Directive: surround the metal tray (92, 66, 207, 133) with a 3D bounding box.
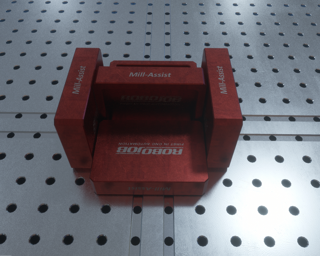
[{"bbox_3d":[-0.012,-0.033,0.391,0.131,0.089,0.030,1,50,0],"label":"metal tray"}]

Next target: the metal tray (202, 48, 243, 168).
[{"bbox_3d":[0.070,-0.027,0.388,0.030,0.089,0.130,1,50,0],"label":"metal tray"}]

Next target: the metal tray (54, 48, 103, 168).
[{"bbox_3d":[-0.092,-0.027,0.386,0.030,0.089,0.130,1,50,0],"label":"metal tray"}]

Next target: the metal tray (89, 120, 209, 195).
[{"bbox_3d":[-0.012,0.033,0.374,0.131,0.030,0.090,1,50,0],"label":"metal tray"}]

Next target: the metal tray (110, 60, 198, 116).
[{"bbox_3d":[-0.010,-0.059,0.454,0.131,0.030,0.090,1,50,0],"label":"metal tray"}]
